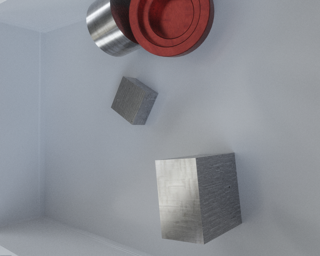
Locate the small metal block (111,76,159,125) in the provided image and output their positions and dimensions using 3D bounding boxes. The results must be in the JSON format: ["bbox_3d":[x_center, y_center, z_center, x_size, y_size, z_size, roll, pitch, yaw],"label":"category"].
[{"bbox_3d":[-0.037,-0.038,0.435,0.050,0.025,0.050,37,113,33],"label":"small metal block"}]

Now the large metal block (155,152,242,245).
[{"bbox_3d":[0.043,0.070,0.334,0.050,0.081,0.080,-8,85,39],"label":"large metal block"}]

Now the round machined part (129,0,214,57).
[{"bbox_3d":[0.016,-0.134,0.368,0.098,0.042,0.097,4,101,22],"label":"round machined part"}]

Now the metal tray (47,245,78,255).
[{"bbox_3d":[-0.116,0.245,0.476,0.130,0.030,0.089,9,121,39],"label":"metal tray"}]

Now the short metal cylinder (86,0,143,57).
[{"bbox_3d":[-0.048,-0.140,0.406,0.050,0.081,0.080,-11,83,44],"label":"short metal cylinder"}]
